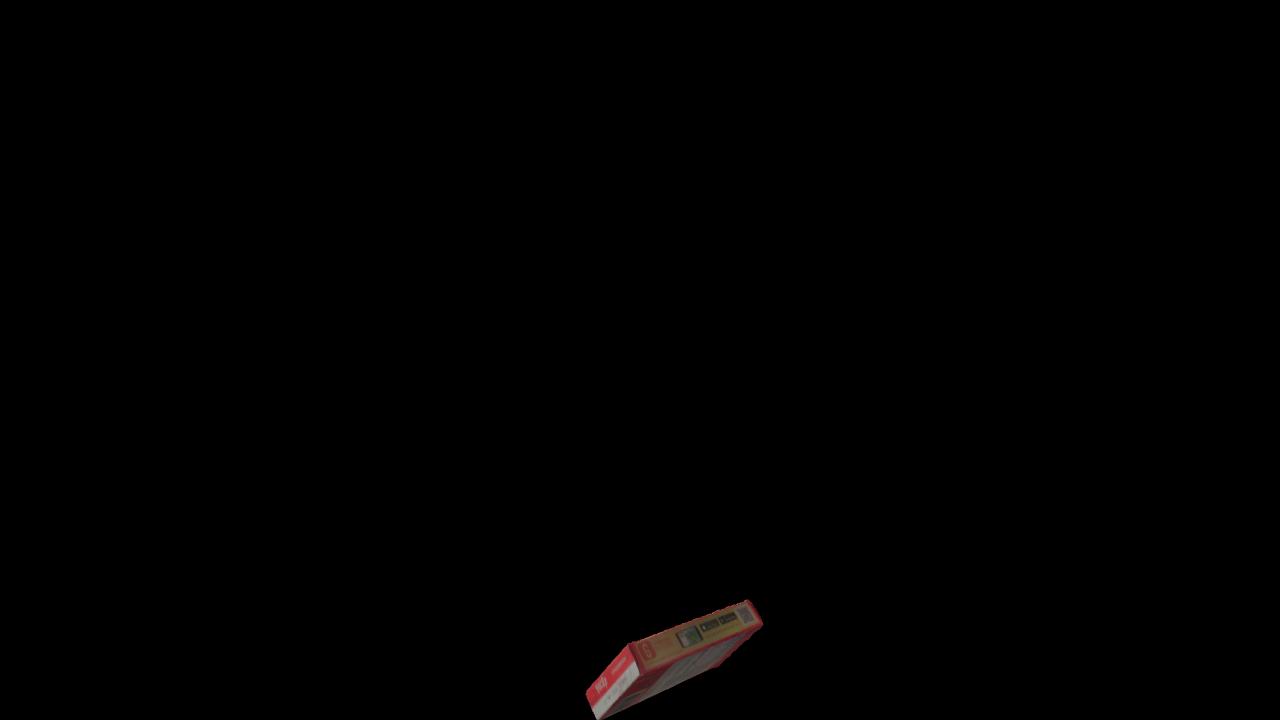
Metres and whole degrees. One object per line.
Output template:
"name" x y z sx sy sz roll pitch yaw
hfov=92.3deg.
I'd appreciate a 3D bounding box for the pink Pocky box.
"pink Pocky box" 0.034 0.263 0.546 0.155 0.084 0.029 1 42 -41
